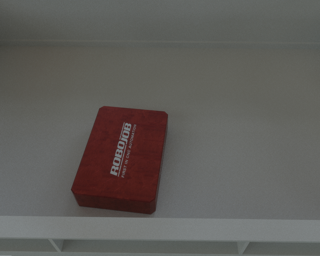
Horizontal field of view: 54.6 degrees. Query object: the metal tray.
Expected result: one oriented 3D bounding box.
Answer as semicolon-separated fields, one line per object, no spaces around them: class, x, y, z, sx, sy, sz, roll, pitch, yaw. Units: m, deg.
metal tray;-0.042;0.033;0.374;0.090;0.030;0.130;6;50;4
